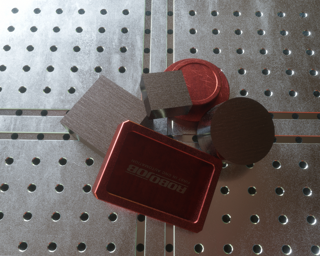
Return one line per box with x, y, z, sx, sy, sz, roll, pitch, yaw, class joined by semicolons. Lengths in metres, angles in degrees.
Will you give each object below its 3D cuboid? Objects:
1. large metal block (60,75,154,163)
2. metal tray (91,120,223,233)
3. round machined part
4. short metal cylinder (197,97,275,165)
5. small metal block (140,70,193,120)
-0.065;-0.008;0.401;0.080;0.050;0.080;34;73;11;large metal block
0.000;0.057;0.358;0.131;0.030;0.090;24;77;-15;metal tray
0.046;-0.054;0.422;0.099;0.042;0.098;0;70;0;round machined part
0.092;0.006;0.385;0.081;0.050;0.080;1;84;-11;short metal cylinder
0.006;-0.041;0.377;0.050;0.025;0.050;-9;67;-15;small metal block
